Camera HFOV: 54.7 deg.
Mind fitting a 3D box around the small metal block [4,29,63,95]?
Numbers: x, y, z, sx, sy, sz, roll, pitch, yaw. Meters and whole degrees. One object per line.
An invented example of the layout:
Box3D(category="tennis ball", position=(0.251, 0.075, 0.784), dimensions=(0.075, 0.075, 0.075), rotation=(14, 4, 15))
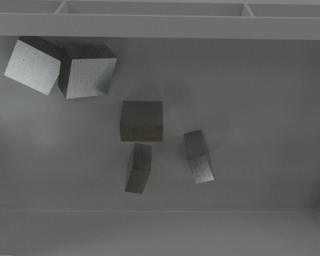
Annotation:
Box3D(category="small metal block", position=(-0.137, -0.072, 0.346), dimensions=(0.050, 0.025, 0.050), rotation=(27, 125, -21))

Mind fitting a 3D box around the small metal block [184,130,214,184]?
Box3D(category="small metal block", position=(0.053, 0.039, 0.426), dimensions=(0.025, 0.050, 0.050), rotation=(-15, 129, 12))

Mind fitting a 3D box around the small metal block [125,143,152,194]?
Box3D(category="small metal block", position=(-0.031, 0.057, 0.441), dimensions=(0.025, 0.050, 0.050), rotation=(12, 129, -10))

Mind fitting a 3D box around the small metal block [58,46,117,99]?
Box3D(category="small metal block", position=(-0.081, -0.062, 0.340), dimensions=(0.050, 0.025, 0.050), rotation=(-11, 140, -36))

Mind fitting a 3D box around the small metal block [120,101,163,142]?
Box3D(category="small metal block", position=(-0.022, -0.009, 0.385), dimensions=(0.050, 0.050, 0.025), rotation=(1, 130, -1))
